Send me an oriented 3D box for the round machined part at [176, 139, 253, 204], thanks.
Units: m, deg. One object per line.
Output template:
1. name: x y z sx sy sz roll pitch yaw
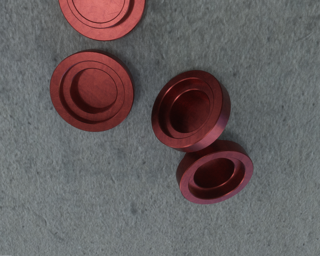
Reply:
1. round machined part: 0.068 0.053 0.410 0.099 0.042 0.097 -8 128 -10

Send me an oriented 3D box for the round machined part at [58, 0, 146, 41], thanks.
1. round machined part: -0.065 -0.147 0.346 0.099 0.042 0.097 0 110 -1

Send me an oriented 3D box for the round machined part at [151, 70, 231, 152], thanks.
1. round machined part: 0.041 -0.017 0.376 0.098 0.098 0.042 -45 140 14

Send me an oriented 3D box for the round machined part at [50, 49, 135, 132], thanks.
1. round machined part: -0.080 -0.048 0.382 0.099 0.042 0.097 0 110 -1
